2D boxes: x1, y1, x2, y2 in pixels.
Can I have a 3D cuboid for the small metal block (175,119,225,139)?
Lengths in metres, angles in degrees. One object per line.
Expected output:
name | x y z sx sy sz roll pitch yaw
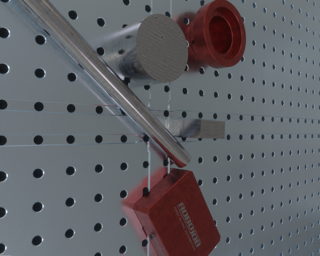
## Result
small metal block | 0.056 0.002 0.441 0.050 0.050 0.025 4 88 -40

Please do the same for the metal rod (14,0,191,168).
metal rod | -0.055 -0.049 0.363 0.300 0.025 0.025 47 62 -30

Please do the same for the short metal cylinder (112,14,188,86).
short metal cylinder | -0.012 -0.094 0.383 0.081 0.050 0.079 0 90 -40

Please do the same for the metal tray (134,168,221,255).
metal tray | 0.029 0.134 0.431 0.091 0.030 0.129 -37 113 -34

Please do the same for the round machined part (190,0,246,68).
round machined part | 0.084 -0.139 0.468 0.099 0.042 0.097 0 90 -40
